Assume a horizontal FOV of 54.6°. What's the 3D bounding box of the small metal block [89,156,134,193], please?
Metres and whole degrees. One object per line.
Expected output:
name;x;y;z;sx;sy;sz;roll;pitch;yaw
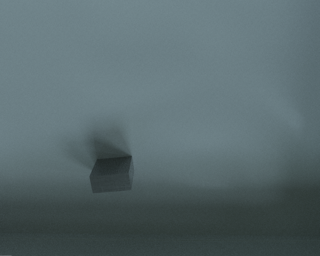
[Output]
small metal block;-0.063;0.062;0.420;0.050;0.050;0.025;-5;110;2
